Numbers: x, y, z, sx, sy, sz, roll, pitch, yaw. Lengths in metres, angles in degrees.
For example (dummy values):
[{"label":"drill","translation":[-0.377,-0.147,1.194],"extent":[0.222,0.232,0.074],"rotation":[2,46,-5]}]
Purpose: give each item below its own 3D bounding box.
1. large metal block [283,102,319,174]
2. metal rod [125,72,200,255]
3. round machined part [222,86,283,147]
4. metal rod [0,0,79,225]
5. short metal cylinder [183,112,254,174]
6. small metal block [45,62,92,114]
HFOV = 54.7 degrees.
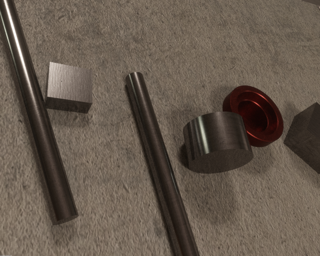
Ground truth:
[{"label":"large metal block","translation":[0.268,0.016,0.525],"extent":[0.080,0.050,0.080],"rotation":[41,51,0]},{"label":"metal rod","translation":[0.006,0.062,0.370],"extent":[0.025,0.025,0.299],"rotation":[-3,63,-30]},{"label":"round machined part","translation":[0.137,-0.014,0.478],"extent":[0.099,0.042,0.098],"rotation":[14,56,-21]},{"label":"metal rod","translation":[-0.147,-0.040,0.349],"extent":[0.025,0.025,0.299],"rotation":[-10,67,-33]},{"label":"short metal cylinder","translation":[0.073,0.021,0.397],"extent":[0.081,0.080,0.050],"rotation":[7,59,-25]},{"label":"small metal block","translation":[-0.110,-0.048,0.375],"extent":[0.050,0.025,0.050],"rotation":[7,59,-25]}]
